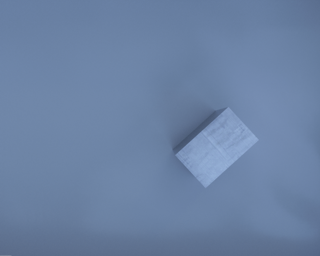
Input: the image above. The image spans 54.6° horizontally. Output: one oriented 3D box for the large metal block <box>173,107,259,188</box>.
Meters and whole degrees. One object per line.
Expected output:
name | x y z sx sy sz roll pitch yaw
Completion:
large metal block | 0.064 0.021 0.384 0.080 0.080 0.050 -42 90 0
